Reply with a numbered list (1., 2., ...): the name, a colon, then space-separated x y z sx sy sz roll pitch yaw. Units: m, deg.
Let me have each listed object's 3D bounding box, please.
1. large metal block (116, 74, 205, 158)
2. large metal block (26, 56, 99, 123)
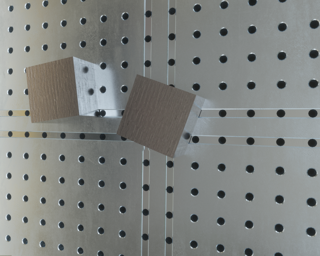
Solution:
1. large metal block: 0.002 -0.015 0.399 0.080 0.050 0.080 22 97 18
2. large metal block: -0.140 -0.052 0.450 0.080 0.050 0.080 -8 88 20
